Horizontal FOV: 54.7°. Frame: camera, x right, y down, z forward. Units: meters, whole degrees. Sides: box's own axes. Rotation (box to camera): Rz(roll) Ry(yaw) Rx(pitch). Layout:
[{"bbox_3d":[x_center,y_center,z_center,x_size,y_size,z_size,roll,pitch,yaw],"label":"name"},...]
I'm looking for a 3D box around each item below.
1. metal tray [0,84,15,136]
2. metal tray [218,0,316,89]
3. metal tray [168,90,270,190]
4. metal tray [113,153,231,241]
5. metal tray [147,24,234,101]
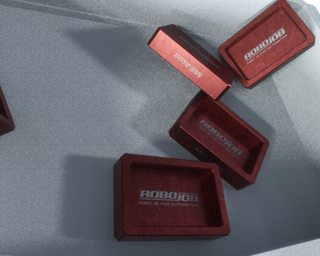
[{"bbox_3d":[-0.182,-0.048,0.270,0.030,0.130,0.090,-25,74,-7],"label":"metal tray"},{"bbox_3d":[0.177,-0.138,0.522,0.090,0.130,0.030,59,22,13],"label":"metal tray"},{"bbox_3d":[0.087,0.014,0.442,0.130,0.030,0.090,39,51,-2],"label":"metal tray"},{"bbox_3d":[0.013,0.082,0.360,0.131,0.030,0.090,9,58,-24],"label":"metal tray"},{"bbox_3d":[0.051,-0.103,0.472,0.130,0.030,0.090,39,27,-1],"label":"metal tray"}]
